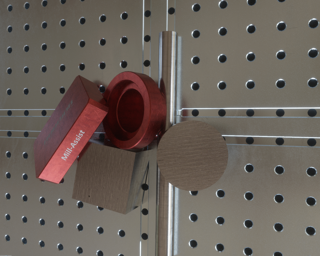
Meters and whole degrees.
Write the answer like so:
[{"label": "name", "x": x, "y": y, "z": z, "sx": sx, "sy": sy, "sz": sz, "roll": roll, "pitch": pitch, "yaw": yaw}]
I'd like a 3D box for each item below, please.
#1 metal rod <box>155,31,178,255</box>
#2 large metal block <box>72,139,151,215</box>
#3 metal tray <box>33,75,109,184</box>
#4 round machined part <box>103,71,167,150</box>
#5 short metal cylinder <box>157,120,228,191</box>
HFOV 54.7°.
[{"label": "metal rod", "x": 0.009, "y": 0.024, "z": 0.410, "sx": 0.025, "sy": 0.025, "sz": 0.298, "roll": 1, "pitch": 90, "yaw": 20}, {"label": "large metal block", "x": -0.065, "y": 0.062, "z": 0.422, "sx": 0.080, "sy": 0.050, "sz": 0.079, "roll": 11, "pitch": 94, "yaw": 19}, {"label": "metal tray", "x": -0.127, "y": 0.000, "z": 0.429, "sx": 0.130, "sy": 0.030, "sz": 0.090, "roll": -53, "pitch": 36, "yaw": 12}, {"label": "round machined part", "x": -0.030, "y": -0.022, "z": 0.400, "sx": 0.098, "sy": 0.042, "sz": 0.097, "roll": -1, "pitch": 88, "yaw": 45}, {"label": "short metal cylinder", "x": 0.036, "y": 0.031, "z": 0.372, "sx": 0.081, "sy": 0.050, "sz": 0.079, "roll": 0, "pitch": 90, "yaw": 0}]
